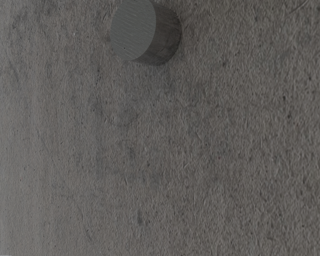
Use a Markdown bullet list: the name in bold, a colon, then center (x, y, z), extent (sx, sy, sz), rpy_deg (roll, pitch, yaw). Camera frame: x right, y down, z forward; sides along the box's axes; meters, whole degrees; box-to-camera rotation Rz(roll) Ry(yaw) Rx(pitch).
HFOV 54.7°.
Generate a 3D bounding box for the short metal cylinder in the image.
- **short metal cylinder**: center (-0.019, -0.124, 0.405), extent (0.080, 0.050, 0.080), rpy_deg (0, 90, 40)
